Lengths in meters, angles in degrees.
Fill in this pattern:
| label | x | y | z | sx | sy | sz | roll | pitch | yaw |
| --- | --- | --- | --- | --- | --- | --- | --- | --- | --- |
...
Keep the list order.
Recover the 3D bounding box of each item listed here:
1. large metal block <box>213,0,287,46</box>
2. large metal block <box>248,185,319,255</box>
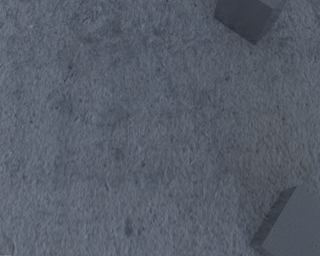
| label | x | y | z | sx | sy | sz | roll | pitch | yaw |
| --- | --- | --- | --- | --- | --- | --- | --- | --- | --- |
| large metal block | 0.130 | -0.180 | 0.446 | 0.080 | 0.080 | 0.050 | 40 | 75 | 13 |
| large metal block | 0.162 | 0.125 | 0.351 | 0.080 | 0.050 | 0.080 | 35 | 73 | 11 |
